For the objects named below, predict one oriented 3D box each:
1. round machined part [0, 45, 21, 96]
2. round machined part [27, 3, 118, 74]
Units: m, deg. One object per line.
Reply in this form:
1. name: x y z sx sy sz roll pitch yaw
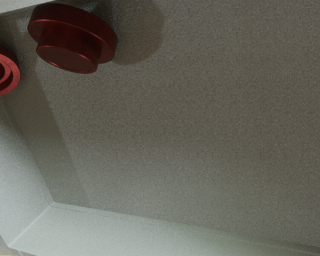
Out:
1. round machined part: -0.261 -0.091 0.456 0.097 0.099 0.042 -53 49 39
2. round machined part: -0.101 -0.095 0.357 0.099 0.042 0.098 11 168 3
